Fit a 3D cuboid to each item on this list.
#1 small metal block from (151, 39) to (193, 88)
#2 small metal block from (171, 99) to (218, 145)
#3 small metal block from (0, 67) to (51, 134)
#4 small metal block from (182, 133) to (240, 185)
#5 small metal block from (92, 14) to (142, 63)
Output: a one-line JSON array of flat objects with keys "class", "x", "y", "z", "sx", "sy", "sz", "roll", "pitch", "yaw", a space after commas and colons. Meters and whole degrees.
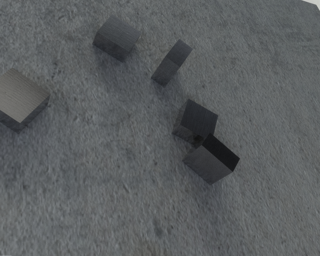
[{"class": "small metal block", "x": 0.017, "y": -0.095, "z": 0.457, "sx": 0.025, "sy": 0.050, "sz": 0.050, "roll": 36, "pitch": 51, "yaw": -5}, {"class": "small metal block", "x": 0.050, "y": -0.005, "z": 0.436, "sx": 0.050, "sy": 0.025, "sz": 0.050, "roll": 29, "pitch": 52, "yaw": -11}, {"class": "small metal block", "x": -0.158, "y": -0.030, "z": 0.338, "sx": 0.050, "sy": 0.025, "sz": 0.050, "roll": 35, "pitch": 51, "yaw": -5}, {"class": "small metal block", "x": 0.065, "y": 0.041, "z": 0.400, "sx": 0.050, "sy": 0.050, "sz": 0.025, "roll": 41, "pitch": 51, "yaw": -1}, {"class": "small metal block", "x": -0.062, "y": -0.131, "z": 0.452, "sx": 0.050, "sy": 0.025, "sz": 0.050, "roll": 31, "pitch": 52, "yaw": -9}]
